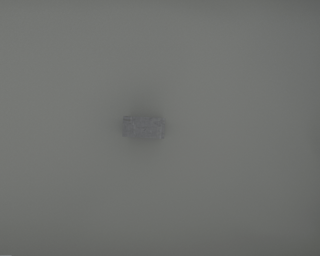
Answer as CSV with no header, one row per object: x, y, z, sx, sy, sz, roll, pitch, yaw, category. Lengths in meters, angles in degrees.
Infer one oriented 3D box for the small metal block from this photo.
-0.020,-0.001,0.395,0.050,0.050,0.025,3,90,-1,small metal block
